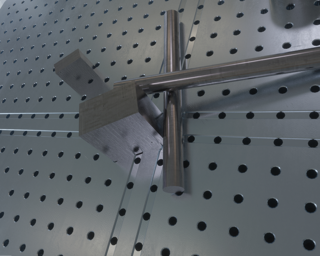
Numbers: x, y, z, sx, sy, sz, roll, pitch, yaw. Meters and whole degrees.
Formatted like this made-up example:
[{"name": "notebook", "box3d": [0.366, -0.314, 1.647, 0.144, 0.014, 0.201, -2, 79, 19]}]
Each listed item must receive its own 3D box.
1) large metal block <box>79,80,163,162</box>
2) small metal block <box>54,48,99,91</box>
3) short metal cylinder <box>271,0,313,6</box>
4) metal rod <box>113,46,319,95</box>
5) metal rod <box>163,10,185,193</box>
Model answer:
[{"name": "large metal block", "box3d": [-0.047, -0.006, 0.401, 0.080, 0.080, 0.050, -21, 54, 16]}, {"name": "small metal block", "box3d": [-0.142, -0.098, 0.527, 0.050, 0.050, 0.025, -31, 52, 8]}, {"name": "short metal cylinder", "box3d": [0.188, -0.216, 0.426, 0.080, 0.050, 0.080, -13, 56, 21]}, {"name": "metal rod", "box3d": [0.085, -0.069, 0.384, 0.301, 0.025, 0.025, -7, 59, 16]}, {"name": "metal rod", "box3d": [0.017, -0.057, 0.433, 0.025, 0.025, 0.299, -13, 56, 21]}]
